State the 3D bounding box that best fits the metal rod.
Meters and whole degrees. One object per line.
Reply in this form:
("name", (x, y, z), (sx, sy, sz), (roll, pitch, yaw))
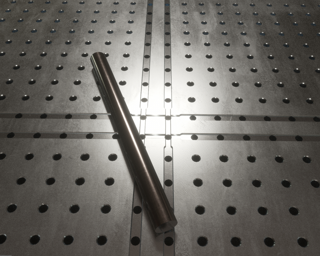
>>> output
("metal rod", (-0.047, -0.005, 0.411), (0.025, 0.025, 0.300), (-16, 52, -14))
